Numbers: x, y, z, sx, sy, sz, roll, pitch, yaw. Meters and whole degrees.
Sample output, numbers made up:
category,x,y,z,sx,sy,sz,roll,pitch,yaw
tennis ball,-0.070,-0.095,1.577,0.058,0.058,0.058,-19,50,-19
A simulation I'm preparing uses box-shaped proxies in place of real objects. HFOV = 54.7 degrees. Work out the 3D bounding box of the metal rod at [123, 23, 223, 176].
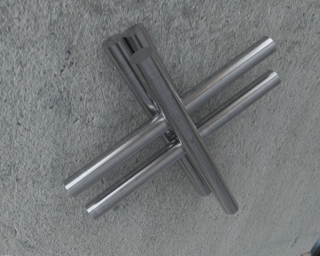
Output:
category,x,y,z,sx,sy,sz,roll,pitch,yaw
metal rod,0.034,-0.007,0.424,0.025,0.025,0.299,-36,130,-4

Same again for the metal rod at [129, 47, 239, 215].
category,x,y,z,sx,sy,sz,roll,pitch,yaw
metal rod,0.046,0.028,0.387,0.025,0.025,0.299,-37,130,-4

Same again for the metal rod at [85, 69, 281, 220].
category,x,y,z,sx,sy,sz,roll,pitch,yaw
metal rod,0.033,0.019,0.408,0.301,0.025,0.025,-36,130,-5

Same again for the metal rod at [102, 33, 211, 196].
category,x,y,z,sx,sy,sz,roll,pitch,yaw
metal rod,0.012,0.006,0.420,0.025,0.025,0.299,-36,130,-4

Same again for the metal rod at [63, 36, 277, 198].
category,x,y,z,sx,sy,sz,roll,pitch,yaw
metal rod,0.016,-0.016,0.376,0.301,0.025,0.025,-36,130,-5
